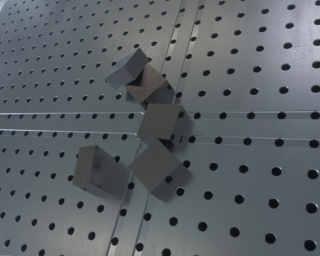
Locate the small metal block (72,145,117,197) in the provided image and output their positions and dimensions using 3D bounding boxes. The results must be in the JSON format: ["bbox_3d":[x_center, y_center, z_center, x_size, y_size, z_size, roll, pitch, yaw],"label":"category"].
[{"bbox_3d":[-0.083,0.056,0.402,0.025,0.050,0.050,-10,57,23],"label":"small metal block"}]

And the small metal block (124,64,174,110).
[{"bbox_3d":[-0.017,-0.058,0.454,0.050,0.025,0.050,-42,51,-1],"label":"small metal block"}]

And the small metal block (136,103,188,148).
[{"bbox_3d":[0.004,-0.004,0.410,0.050,0.025,0.050,6,64,31],"label":"small metal block"}]

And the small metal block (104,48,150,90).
[{"bbox_3d":[-0.050,-0.089,0.471,0.050,0.025,0.050,-18,32,44],"label":"small metal block"}]

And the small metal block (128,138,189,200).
[{"bbox_3d":[-0.003,0.050,0.380,0.050,0.025,0.050,-45,51,-3],"label":"small metal block"}]
